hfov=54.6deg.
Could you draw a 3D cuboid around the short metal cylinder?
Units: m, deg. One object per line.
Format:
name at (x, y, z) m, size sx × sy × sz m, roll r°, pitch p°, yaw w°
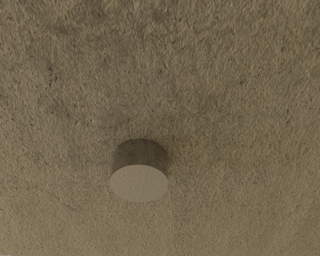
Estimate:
short metal cylinder at (-0.028, 0.061, 0.442) m, size 0.080 × 0.050 × 0.080 m, roll 0°, pitch 130°, yaw 0°
